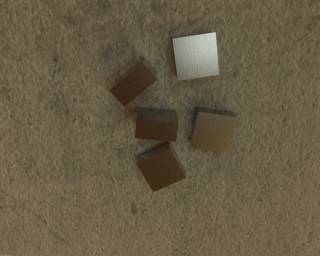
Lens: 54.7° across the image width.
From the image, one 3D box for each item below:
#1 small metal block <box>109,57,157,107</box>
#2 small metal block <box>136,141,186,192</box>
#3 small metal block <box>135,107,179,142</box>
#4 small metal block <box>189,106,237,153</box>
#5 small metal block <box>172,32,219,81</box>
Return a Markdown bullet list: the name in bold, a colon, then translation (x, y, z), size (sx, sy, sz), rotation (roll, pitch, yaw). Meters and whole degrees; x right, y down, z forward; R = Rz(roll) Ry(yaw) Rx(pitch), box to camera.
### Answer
- **small metal block**: translation (-0.031, -0.057, 0.375), size (0.050, 0.050, 0.025), rotation (-37, 106, 12)
- **small metal block**: translation (0.002, 0.054, 0.430), size (0.050, 0.025, 0.050), rotation (-26, 109, 8)
- **small metal block**: translation (-0.004, -0.006, 0.394), size (0.050, 0.050, 0.025), rotation (5, 110, -3)
- **small metal block**: translation (0.069, 0.002, 0.412), size (0.050, 0.025, 0.050), rotation (8, 110, -4)
- **small metal block**: translation (0.043, -0.088, 0.378), size (0.050, 0.025, 0.050), rotation (-8, 110, 2)
